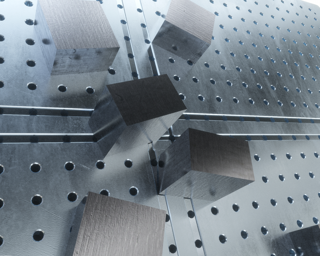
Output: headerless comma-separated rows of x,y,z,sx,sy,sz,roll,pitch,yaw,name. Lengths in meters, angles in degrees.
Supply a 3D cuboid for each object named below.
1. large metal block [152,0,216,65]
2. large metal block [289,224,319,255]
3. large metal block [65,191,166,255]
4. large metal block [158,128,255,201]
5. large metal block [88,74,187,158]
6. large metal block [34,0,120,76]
0.041,-0.165,0.514,0.080,0.050,0.080,24,53,-14,large metal block
0.234,0.170,0.413,0.081,0.050,0.080,1,61,-28,large metal block
-0.044,0.116,0.297,0.080,0.050,0.080,19,54,-17,large metal block
0.051,0.048,0.371,0.081,0.080,0.050,12,57,-21,large metal block
-0.029,-0.014,0.366,0.081,0.080,0.050,-17,71,-35,large metal block
-0.110,-0.119,0.405,0.081,0.050,0.080,-12,68,-33,large metal block
